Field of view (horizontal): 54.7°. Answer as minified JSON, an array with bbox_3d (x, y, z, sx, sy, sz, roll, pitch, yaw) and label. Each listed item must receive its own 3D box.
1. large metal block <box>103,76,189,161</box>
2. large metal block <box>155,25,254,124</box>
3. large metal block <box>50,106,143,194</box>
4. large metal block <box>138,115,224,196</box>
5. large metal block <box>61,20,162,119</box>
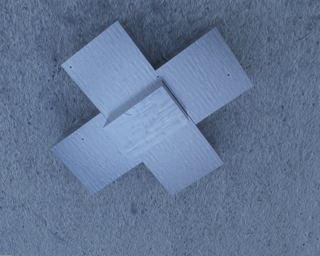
[{"bbox_3d":[-0.016,-0.017,0.375,0.080,0.080,0.050,-34,107,11],"label":"large metal block"},{"bbox_3d":[0.051,-0.065,0.374,0.080,0.050,0.080,-35,107,11],"label":"large metal block"},{"bbox_3d":[-0.078,0.025,0.405,0.080,0.050,0.080,-35,107,11],"label":"large metal block"},{"bbox_3d":[0.024,0.028,0.408,0.080,0.050,0.080,-35,107,11],"label":"large metal block"},{"bbox_3d":[-0.054,-0.070,0.370,0.080,0.050,0.080,-35,107,11],"label":"large metal block"}]
